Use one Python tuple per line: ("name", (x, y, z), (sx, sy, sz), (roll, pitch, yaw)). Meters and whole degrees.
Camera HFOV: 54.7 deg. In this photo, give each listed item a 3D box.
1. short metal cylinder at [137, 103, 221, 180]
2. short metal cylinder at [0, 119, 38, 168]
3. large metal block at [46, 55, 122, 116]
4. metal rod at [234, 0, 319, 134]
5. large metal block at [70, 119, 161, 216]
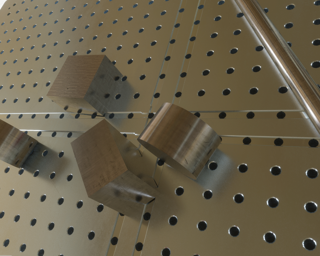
("short metal cylinder", (0.021, 0.015, 0.352), (0.080, 0.080, 0.050), (27, 77, 37))
("short metal cylinder", (-0.242, 0.022, 0.487), (0.080, 0.080, 0.050), (18, 72, 35))
("large metal block", (-0.121, -0.070, 0.499), (0.080, 0.050, 0.080), (7, 65, 31))
("metal rod", (0.147, -0.107, 0.396), (0.025, 0.025, 0.299), (-24, 53, 13))
("large metal block", (-0.052, 0.049, 0.371), (0.050, 0.080, 0.080), (-36, 51, 5))
